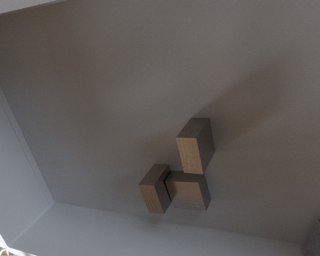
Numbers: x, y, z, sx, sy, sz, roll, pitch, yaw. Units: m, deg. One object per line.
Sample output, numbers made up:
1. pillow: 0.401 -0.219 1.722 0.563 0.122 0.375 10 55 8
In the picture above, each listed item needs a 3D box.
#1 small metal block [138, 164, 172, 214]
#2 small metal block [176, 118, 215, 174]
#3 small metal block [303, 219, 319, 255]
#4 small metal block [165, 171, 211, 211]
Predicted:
1. small metal block: -0.001 0.087 0.447 0.025 0.050 0.050 -4 116 30
2. small metal block: 0.045 0.021 0.382 0.025 0.050 0.050 1 119 28
3. small metal block: 0.203 0.146 0.371 0.025 0.050 0.050 5 122 -5
4. small metal block: 0.041 0.089 0.442 0.050 0.025 0.050 -3 117 29
